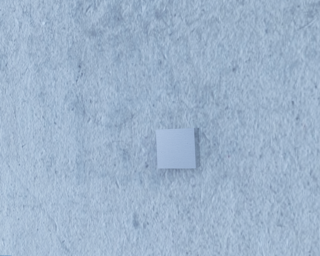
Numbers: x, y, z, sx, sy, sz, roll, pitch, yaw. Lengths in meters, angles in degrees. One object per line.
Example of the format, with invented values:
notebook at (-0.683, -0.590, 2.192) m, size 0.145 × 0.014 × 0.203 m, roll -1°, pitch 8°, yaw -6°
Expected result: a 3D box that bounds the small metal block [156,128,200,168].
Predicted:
small metal block at (0.024, 0.026, 0.401) m, size 0.050 × 0.025 × 0.050 m, roll -3°, pitch 89°, yaw 20°
